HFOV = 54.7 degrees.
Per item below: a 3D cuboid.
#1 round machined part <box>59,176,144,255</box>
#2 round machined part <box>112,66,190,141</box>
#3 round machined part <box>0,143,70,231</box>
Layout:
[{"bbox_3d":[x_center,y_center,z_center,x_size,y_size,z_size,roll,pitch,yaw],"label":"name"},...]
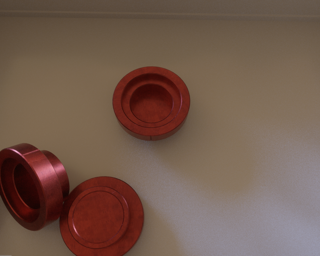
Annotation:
[{"bbox_3d":[-0.068,0.105,0.362,0.099,0.042,0.098,0,70,-1],"label":"round machined part"},{"bbox_3d":[-0.011,-0.029,0.411,0.099,0.042,0.098,0,70,-1],"label":"round machined part"},{"bbox_3d":[-0.143,0.064,0.357,0.098,0.097,0.042,48,36,15],"label":"round machined part"}]
